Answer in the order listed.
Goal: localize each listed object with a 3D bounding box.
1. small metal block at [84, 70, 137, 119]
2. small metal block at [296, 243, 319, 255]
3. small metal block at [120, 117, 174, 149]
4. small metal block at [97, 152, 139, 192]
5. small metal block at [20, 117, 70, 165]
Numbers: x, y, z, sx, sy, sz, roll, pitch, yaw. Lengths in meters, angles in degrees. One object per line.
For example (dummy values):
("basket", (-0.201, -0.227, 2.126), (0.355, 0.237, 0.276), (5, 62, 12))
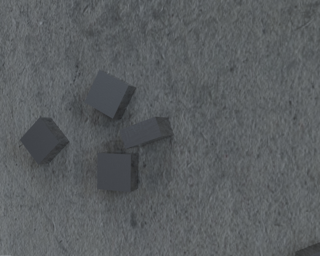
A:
("small metal block", (-0.069, -0.046, 0.432), (0.050, 0.025, 0.050), (29, 99, 17))
("small metal block", (0.188, 0.156, 0.343), (0.050, 0.025, 0.050), (-31, 80, 17))
("small metal block", (-0.016, 0.006, 0.400), (0.050, 0.050, 0.025), (-20, 84, 18))
("small metal block", (-0.058, 0.059, 0.428), (0.050, 0.025, 0.050), (1, 90, 19))
("small metal block", (-0.175, 0.019, 0.469), (0.050, 0.025, 0.050), (-44, 77, 14))
